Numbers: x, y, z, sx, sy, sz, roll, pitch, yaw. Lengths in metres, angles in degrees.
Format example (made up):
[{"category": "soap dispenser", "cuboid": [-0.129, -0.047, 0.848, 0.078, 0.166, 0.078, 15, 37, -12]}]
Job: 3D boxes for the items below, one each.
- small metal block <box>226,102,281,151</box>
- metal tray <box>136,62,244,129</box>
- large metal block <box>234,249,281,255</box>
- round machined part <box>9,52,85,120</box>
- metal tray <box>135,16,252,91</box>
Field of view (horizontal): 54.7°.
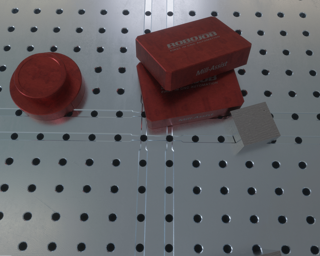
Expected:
[{"category": "small metal block", "cuboid": [0.124, -0.002, 0.413, 0.050, 0.025, 0.050, -15, 71, -6]}, {"category": "metal tray", "cuboid": [0.039, -0.056, 0.430, 0.131, 0.030, 0.090, -10, 70, -4]}, {"category": "large metal block", "cuboid": [0.095, 0.181, 0.333, 0.081, 0.050, 0.080, -11, 70, -4]}, {"category": "round machined part", "cuboid": [-0.157, -0.063, 0.425, 0.099, 0.042, 0.098, 0, 70, 0]}, {"category": "metal tray", "cuboid": [0.044, -0.105, 0.419, 0.131, 0.030, 0.090, -22, 51, -20]}]
